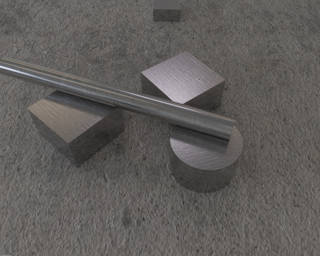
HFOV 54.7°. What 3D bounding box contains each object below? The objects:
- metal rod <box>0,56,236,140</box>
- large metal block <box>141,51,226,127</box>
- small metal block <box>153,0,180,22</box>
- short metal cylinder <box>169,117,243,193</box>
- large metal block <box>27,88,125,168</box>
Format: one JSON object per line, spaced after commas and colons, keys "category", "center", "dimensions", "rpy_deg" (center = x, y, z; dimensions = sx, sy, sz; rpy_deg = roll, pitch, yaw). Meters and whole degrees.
{"category": "metal rod", "center": [-0.061, -0.040, 0.371], "dimensions": [0.301, 0.025, 0.025], "rpy_deg": [16, 52, 13]}
{"category": "large metal block", "center": [0.031, -0.053, 0.432], "dimensions": [0.081, 0.050, 0.080], "rpy_deg": [-30, 56, -23]}
{"category": "small metal block", "center": [0.013, -0.230, 0.597], "dimensions": [0.050, 0.025, 0.050], "rpy_deg": [2, 50, 1]}
{"category": "short metal cylinder", "center": [0.052, 0.029, 0.363], "dimensions": [0.081, 0.050, 0.080], "rpy_deg": [0, 50, 0]}
{"category": "large metal block", "center": [-0.104, -0.010, 0.395], "dimensions": [0.080, 0.050, 0.080], "rpy_deg": [35, 58, 25]}
